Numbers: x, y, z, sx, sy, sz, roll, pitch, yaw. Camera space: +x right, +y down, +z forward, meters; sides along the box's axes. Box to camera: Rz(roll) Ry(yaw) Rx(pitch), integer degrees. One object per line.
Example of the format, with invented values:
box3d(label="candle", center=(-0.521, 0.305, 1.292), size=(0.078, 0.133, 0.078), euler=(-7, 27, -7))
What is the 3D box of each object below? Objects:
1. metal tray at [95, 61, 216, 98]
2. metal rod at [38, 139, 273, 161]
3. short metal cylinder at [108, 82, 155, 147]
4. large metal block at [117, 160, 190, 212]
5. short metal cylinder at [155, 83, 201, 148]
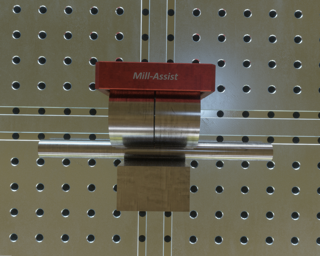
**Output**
box3d(label="metal tray", center=(-0.005, -0.056, 0.377), size=(0.131, 0.090, 0.030), euler=(1, 90, 0))
box3d(label="metal rod", center=(-0.005, 0.029, 0.409), size=(0.302, 0.025, 0.025), euler=(1, 90, 0))
box3d(label="short metal cylinder", center=(-0.032, -0.016, 0.383), size=(0.050, 0.080, 0.079), euler=(1, 90, 0))
box3d(label="large metal block", center=(-0.007, 0.067, 0.382), size=(0.081, 0.080, 0.050), euler=(1, 90, 0))
box3d(label="short metal cylinder", center=(0.020, -0.016, 0.383), size=(0.050, 0.080, 0.079), euler=(2, 90, 0))
